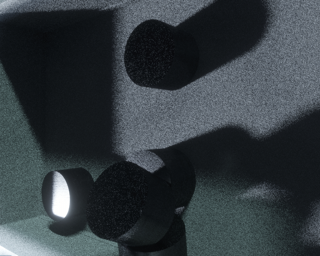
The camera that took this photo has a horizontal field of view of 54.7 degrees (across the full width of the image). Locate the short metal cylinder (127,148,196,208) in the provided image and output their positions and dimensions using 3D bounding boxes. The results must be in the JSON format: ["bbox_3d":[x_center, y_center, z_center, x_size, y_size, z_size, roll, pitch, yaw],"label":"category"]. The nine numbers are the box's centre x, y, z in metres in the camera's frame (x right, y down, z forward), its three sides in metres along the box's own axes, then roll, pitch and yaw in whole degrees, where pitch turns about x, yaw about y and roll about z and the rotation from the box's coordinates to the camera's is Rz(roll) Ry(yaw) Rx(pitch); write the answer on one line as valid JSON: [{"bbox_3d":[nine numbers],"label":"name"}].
[{"bbox_3d":[-0.002,0.066,0.391,0.080,0.050,0.079,0,90,39],"label":"short metal cylinder"}]

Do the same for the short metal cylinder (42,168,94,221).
[{"bbox_3d":[-0.151,0.108,0.512,0.080,0.050,0.079,0,90,39],"label":"short metal cylinder"}]

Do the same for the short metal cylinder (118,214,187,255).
[{"bbox_3d":[-0.008,0.142,0.369,0.080,0.081,0.050,10,112,39],"label":"short metal cylinder"}]

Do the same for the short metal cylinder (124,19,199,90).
[{"bbox_3d":[0.001,-0.089,0.388,0.080,0.050,0.079,0,90,39],"label":"short metal cylinder"}]

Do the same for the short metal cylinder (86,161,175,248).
[{"bbox_3d":[-0.031,0.082,0.330,0.080,0.050,0.080,-19,53,28],"label":"short metal cylinder"}]
